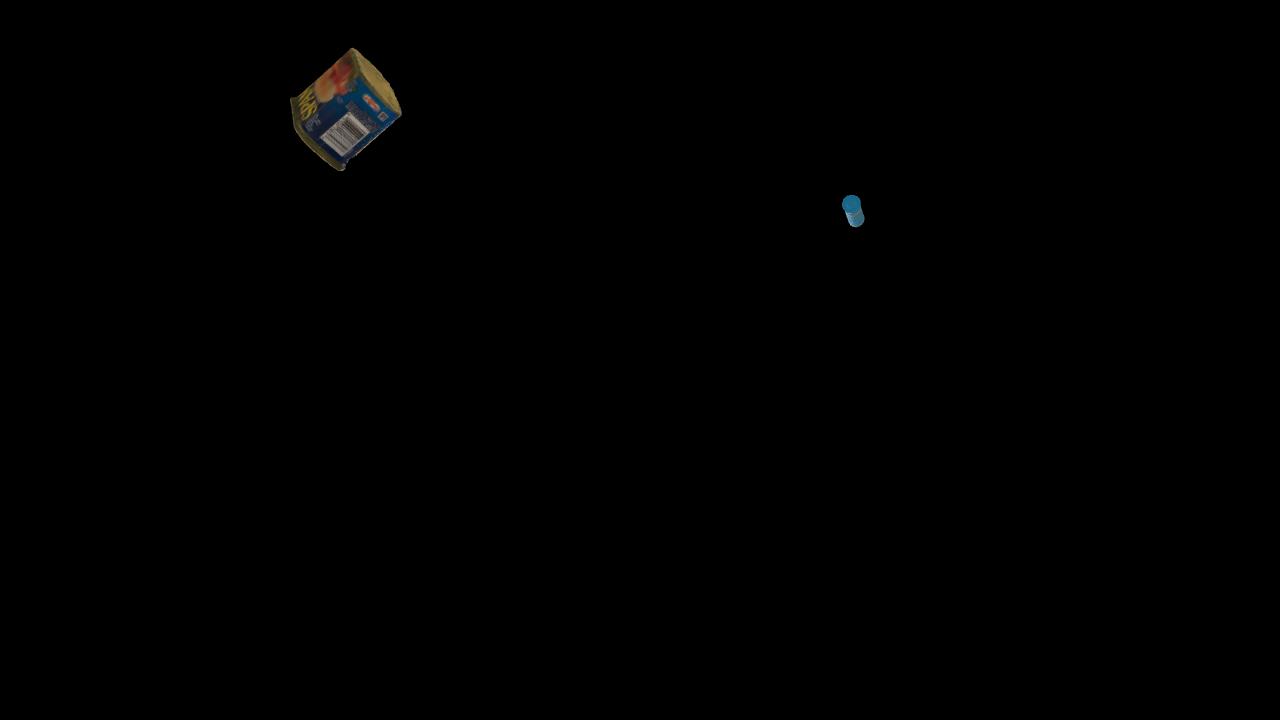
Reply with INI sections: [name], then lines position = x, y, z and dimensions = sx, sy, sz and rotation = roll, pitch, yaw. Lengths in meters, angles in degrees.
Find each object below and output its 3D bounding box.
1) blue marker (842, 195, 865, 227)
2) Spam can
[blue marker]
position = 0.241, -0.167, 0.693
dimensions = 0.020, 0.020, 0.121
rotation = 0, 4, 22
[Spam can]
position = -0.291, -0.251, 0.611
dimensions = 0.085, 0.101, 0.058
rotation = -37, -39, 6
